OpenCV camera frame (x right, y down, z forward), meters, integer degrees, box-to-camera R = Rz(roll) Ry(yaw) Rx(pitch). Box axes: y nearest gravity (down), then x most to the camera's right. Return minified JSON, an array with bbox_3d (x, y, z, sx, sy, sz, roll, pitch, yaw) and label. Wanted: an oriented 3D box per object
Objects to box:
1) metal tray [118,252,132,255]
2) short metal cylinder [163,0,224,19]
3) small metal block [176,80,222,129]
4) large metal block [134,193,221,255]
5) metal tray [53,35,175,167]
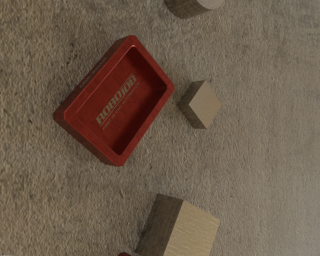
[{"bbox_3d":[-0.029,0.227,0.377,0.090,0.030,0.130,-50,120,-28],"label":"metal tray"},{"bbox_3d":[0.046,-0.197,0.426,0.081,0.050,0.080,0,90,-40],"label":"short metal cylinder"},{"bbox_3d":[0.058,-0.034,0.453,0.050,0.025,0.050,50,61,-28],"label":"small metal block"},{"bbox_3d":[0.025,0.142,0.410,0.080,0.050,0.080,35,68,-34],"label":"large metal block"},{"bbox_3d":[-0.047,-0.032,0.361,0.090,0.030,0.130,48,62,-29],"label":"metal tray"}]
